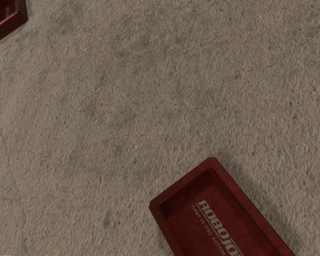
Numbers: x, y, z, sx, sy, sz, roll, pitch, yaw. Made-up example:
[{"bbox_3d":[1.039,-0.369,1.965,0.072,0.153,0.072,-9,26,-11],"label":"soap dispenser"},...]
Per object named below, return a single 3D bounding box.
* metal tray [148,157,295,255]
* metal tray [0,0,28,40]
[{"bbox_3d":[0.056,0.103,0.306,0.090,0.030,0.130,-37,51,2],"label":"metal tray"},{"bbox_3d":[-0.379,-0.286,0.770,0.090,0.030,0.130,-31,52,8],"label":"metal tray"}]
